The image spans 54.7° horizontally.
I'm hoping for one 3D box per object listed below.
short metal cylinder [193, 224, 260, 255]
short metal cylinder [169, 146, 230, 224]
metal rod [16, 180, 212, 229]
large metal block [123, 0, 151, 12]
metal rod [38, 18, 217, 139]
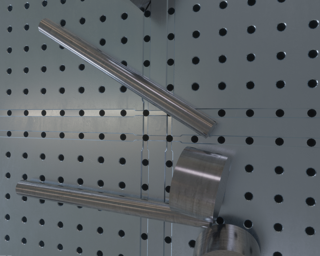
[{"bbox_3d":[0.078,0.161,0.361,0.080,0.050,0.079,3,106,11],"label":"short metal cylinder"},{"bbox_3d":[0.049,0.066,0.366,0.050,0.080,0.079,12,94,19],"label":"short metal cylinder"},{"bbox_3d":[-0.077,0.105,0.439,0.301,0.025,0.025,4,92,19],"label":"metal rod"},{"bbox_3d":[-0.035,-0.209,0.396,0.050,0.080,0.080,36,101,16],"label":"large metal block"},{"bbox_3d":[-0.056,-0.077,0.432,0.300,0.025,0.025,34,101,16],"label":"metal rod"}]
